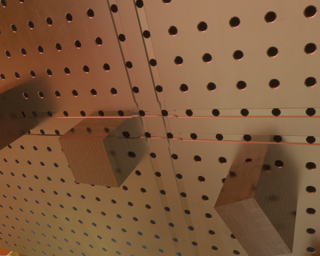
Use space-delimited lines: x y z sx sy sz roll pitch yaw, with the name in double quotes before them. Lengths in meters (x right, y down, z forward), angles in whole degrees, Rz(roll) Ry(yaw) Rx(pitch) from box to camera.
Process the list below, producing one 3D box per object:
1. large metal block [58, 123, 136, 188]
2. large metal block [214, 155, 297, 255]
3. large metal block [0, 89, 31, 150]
"large metal block" -0.093 0.039 0.466 0.080 0.050 0.080 0 119 27
"large metal block" 0.118 0.093 0.371 0.050 0.080 0.080 -27 104 37
"large metal block" -0.278 -0.011 0.513 0.050 0.080 0.080 -2 118 29
